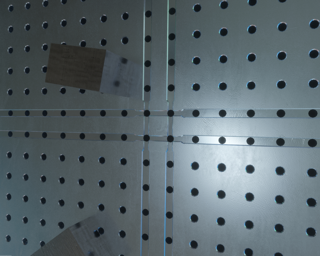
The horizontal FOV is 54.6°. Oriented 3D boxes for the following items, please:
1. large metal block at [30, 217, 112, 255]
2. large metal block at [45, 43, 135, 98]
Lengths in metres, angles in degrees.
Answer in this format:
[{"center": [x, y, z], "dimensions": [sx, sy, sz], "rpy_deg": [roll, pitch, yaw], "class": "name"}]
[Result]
[{"center": [-0.122, 0.189, 0.443], "dimensions": [0.080, 0.050, 0.080], "rpy_deg": [-38, 78, 16], "class": "large metal block"}, {"center": [-0.091, -0.075, 0.416], "dimensions": [0.080, 0.080, 0.050], "rpy_deg": [11, 94, 19], "class": "large metal block"}]
